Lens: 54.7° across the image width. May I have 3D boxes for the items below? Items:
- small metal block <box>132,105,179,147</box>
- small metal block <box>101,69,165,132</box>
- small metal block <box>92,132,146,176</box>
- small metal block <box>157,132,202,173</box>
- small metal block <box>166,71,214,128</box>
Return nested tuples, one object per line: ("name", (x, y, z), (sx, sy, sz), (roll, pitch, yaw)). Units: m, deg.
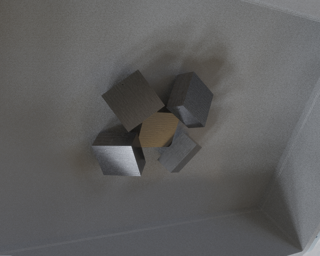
("small metal block", (-0.007, -0.003, 0.400), (0.050, 0.025, 0.050), (1, 118, -29))
("small metal block", (-0.030, -0.030, 0.355), (0.050, 0.025, 0.050), (-36, 92, -3))
("small metal block", (-0.050, 0.033, 0.384), (0.050, 0.025, 0.050), (-1, 128, 16))
("small metal block", (0.029, 0.035, 0.429), (0.050, 0.025, 0.050), (-48, 163, 5))
("small metal block", (0.039, -0.034, 0.390), (0.050, 0.025, 0.050), (40, 58, -39))
